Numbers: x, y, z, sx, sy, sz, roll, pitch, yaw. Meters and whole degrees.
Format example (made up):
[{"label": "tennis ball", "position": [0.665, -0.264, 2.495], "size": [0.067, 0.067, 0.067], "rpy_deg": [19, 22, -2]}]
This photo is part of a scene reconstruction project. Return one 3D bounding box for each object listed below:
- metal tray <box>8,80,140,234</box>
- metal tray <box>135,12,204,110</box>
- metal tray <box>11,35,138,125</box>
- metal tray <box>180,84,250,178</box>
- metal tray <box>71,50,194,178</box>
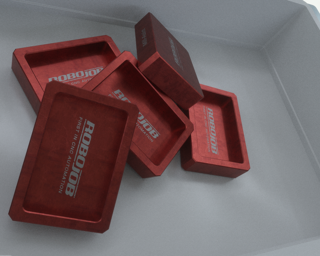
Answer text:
[{"label": "metal tray", "position": [-0.081, 0.029, 0.303], "size": [0.091, 0.030, 0.129], "rpy_deg": [16, 84, -19]}, {"label": "metal tray", "position": [0.010, -0.093, 0.420], "size": [0.090, 0.030, 0.130], "rpy_deg": [38, 27, -32]}, {"label": "metal tray", "position": [-0.101, -0.065, 0.386], "size": [0.131, 0.030, 0.090], "rpy_deg": [-23, 74, -36]}, {"label": "metal tray", "position": [0.073, 0.001, 0.441], "size": [0.091, 0.030, 0.130], "rpy_deg": [12, 57, -22]}, {"label": "metal tray", "position": [-0.028, -0.015, 0.368], "size": [0.130, 0.030, 0.090], "rpy_deg": [48, 56, -14]}]
